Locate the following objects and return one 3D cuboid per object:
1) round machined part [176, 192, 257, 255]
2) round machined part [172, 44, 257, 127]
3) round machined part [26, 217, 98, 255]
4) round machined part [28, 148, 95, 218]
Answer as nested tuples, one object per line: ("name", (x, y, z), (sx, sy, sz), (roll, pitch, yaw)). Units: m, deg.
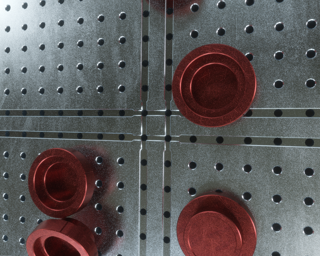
("round machined part", (0.067, 0.131, 0.379), (0.098, 0.042, 0.097), (0, 90, 19))
("round machined part", (0.068, -0.049, 0.379), (0.098, 0.042, 0.097), (0, 90, 19))
("round machined part", (-0.132, 0.166, 0.436), (0.098, 0.042, 0.097), (6, 116, 13))
("round machined part", (-0.137, 0.077, 0.450), (0.098, 0.042, 0.097), (0, 89, 19))
